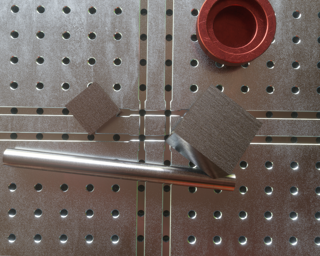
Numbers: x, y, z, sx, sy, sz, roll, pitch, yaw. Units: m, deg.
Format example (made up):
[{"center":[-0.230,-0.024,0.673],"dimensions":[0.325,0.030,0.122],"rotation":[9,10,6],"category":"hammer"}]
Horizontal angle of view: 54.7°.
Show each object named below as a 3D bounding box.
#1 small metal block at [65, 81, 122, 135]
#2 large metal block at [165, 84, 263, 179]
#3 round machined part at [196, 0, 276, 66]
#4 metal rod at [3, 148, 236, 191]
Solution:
[{"center":[-0.087,-0.025,0.412],"dimensions":[0.050,0.025,0.050],"rotation":[-40,91,0],"category":"small metal block"},{"center":[0.066,0.006,0.390],"dimensions":[0.080,0.050,0.080],"rotation":[38,71,-1],"category":"large metal block"},{"center":[0.096,-0.130,0.406],"dimensions":[0.099,0.042,0.097],"rotation":[0,90,-1],"category":"round machined part"},{"center":[-0.052,0.055,0.412],"dimensions":[0.302,0.025,0.025],"rotation":[6,90,-1],"category":"metal rod"}]
